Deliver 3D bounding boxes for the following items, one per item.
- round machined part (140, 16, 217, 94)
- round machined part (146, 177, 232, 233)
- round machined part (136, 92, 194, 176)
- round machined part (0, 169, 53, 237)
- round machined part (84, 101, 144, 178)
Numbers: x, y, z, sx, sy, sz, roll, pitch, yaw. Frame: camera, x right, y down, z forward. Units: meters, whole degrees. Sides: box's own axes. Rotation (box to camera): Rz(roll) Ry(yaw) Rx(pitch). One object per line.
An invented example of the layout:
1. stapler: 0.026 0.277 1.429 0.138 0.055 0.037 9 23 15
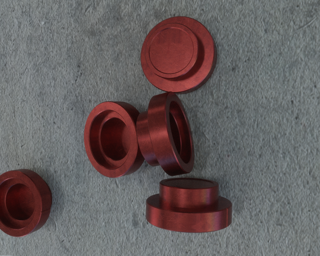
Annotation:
1. round machined part: 0.020 -0.093 0.393 0.098 0.042 0.097 0 90 20
2. round machined part: 0.033 0.084 0.358 0.098 0.098 0.042 1 91 20
3. round machined part: 0.005 0.009 0.368 0.042 0.098 0.097 -13 86 19
4. round machined part: -0.206 0.111 0.473 0.098 0.042 0.097 0 90 20
5. round machined part: -0.052 0.014 0.409 0.098 0.042 0.097 3 95 37
